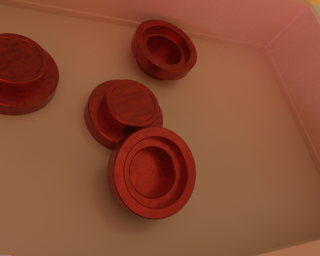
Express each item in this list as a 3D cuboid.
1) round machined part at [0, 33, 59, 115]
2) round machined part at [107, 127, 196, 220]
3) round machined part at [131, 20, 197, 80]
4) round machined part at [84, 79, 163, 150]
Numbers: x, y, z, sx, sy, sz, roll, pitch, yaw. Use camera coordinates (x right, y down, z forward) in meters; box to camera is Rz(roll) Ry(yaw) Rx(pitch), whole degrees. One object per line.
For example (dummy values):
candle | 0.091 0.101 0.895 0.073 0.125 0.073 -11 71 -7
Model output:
round machined part | -0.164 -0.067 0.347 0.099 0.042 0.098 14 56 -21
round machined part | -0.012 0.050 0.346 0.099 0.042 0.098 6 78 -28
round machined part | 0.002 -0.111 0.463 0.099 0.042 0.098 14 56 -21
round machined part | -0.040 -0.021 0.386 0.099 0.042 0.098 14 56 -21
